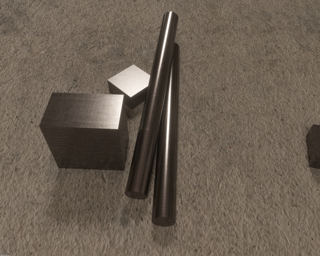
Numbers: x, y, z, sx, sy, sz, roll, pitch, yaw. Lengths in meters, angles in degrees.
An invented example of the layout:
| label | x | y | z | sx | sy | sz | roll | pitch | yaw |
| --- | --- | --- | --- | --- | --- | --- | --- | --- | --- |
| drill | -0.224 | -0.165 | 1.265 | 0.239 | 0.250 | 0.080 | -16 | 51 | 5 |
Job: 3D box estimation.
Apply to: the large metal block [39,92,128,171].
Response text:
| label | x | y | z | sx | sy | sz | roll | pitch | yaw |
| --- | --- | --- | --- | --- | --- | --- | --- | --- | --- |
| large metal block | -0.082 | 0.006 | 0.361 | 0.081 | 0.080 | 0.050 | 2 | 50 | 1 |

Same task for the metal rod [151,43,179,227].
| label | x | y | z | sx | sy | sz | roll | pitch | yaw |
| --- | --- | --- | --- | --- | --- | --- | --- | --- | --- |
| metal rod | 0.012 | -0.017 | 0.417 | 0.025 | 0.025 | 0.300 | 3 | 50 | 2 |

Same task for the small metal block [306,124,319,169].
| label | x | y | z | sx | sy | sz | roll | pitch | yaw |
| --- | --- | --- | --- | --- | --- | --- | --- | --- | --- |
| small metal block | 0.214 | 0.026 | 0.384 | 0.050 | 0.025 | 0.050 | 10 | 51 | 7 |

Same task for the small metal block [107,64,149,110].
| label | x | y | z | sx | sy | sz | roll | pitch | yaw |
| --- | --- | --- | --- | --- | --- | --- | --- | --- | --- |
| small metal block | -0.040 | -0.061 | 0.454 | 0.050 | 0.025 | 0.050 | 37 | 59 | 27 |

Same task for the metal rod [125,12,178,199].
| label | x | y | z | sx | sy | sz | roll | pitch | yaw |
| --- | --- | --- | --- | --- | --- | --- | --- | --- | --- |
| metal rod | -0.005 | -0.051 | 0.419 | 0.025 | 0.025 | 0.300 | 7 | 58 | 5 |
